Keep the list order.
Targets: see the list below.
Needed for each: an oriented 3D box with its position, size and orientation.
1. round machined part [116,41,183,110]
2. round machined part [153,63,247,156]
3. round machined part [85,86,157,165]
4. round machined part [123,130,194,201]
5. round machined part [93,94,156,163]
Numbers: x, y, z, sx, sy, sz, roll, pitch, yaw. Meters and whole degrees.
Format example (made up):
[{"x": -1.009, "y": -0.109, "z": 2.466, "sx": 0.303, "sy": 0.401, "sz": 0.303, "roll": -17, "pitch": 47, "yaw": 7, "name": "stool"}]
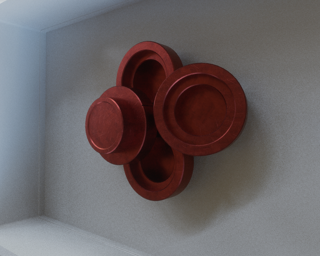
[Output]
[{"x": -0.008, "y": -0.058, "z": 0.398, "sx": 0.098, "sy": 0.042, "sz": 0.097, "roll": 0, "pitch": 90, "yaw": 39, "name": "round machined part"}, {"x": 0.046, "y": -0.019, "z": 0.340, "sx": 0.098, "sy": 0.042, "sz": 0.097, "roll": -1, "pitch": 87, "yaw": 19, "name": "round machined part"}, {"x": -0.054, "y": -0.003, "z": 0.379, "sx": 0.098, "sy": 0.042, "sz": 0.097, "roll": 0, "pitch": 90, "yaw": 39, "name": "round machined part"}, {"x": 0.002, "y": 0.039, "z": 0.390, "sx": 0.098, "sy": 0.042, "sz": 0.097, "roll": 0, "pitch": 90, "yaw": 39, "name": "round machined part"}, {"x": -0.056, "y": 0.000, "z": 0.435, "sx": 0.098, "sy": 0.042, "sz": 0.097, "roll": 0, "pitch": 90, "yaw": 39, "name": "round machined part"}]
